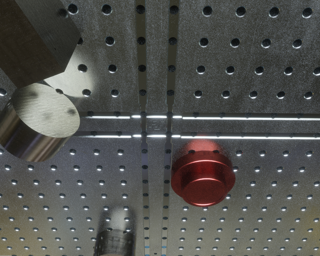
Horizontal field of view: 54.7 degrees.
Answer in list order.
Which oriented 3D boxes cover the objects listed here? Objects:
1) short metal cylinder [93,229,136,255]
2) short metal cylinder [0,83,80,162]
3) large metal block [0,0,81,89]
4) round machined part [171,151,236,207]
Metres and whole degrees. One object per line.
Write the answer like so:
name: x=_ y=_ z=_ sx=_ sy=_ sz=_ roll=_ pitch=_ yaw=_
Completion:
short metal cylinder: x=-0.087 y=0.239 z=0.598 sx=0.081 sy=0.050 sz=0.079 roll=0 pitch=130 yaw=0
short metal cylinder: x=-0.144 y=-0.007 z=0.368 sx=0.080 sy=0.080 sz=0.050 roll=32 pitch=123 yaw=-24
large metal block: x=-0.125 y=-0.097 z=0.291 sx=0.050 sy=0.080 sz=0.080 roll=-17 pitch=128 yaw=14
round machined part: x=0.066 y=0.084 z=0.472 sx=0.099 sy=0.042 sz=0.097 roll=0 pitch=130 yaw=0
